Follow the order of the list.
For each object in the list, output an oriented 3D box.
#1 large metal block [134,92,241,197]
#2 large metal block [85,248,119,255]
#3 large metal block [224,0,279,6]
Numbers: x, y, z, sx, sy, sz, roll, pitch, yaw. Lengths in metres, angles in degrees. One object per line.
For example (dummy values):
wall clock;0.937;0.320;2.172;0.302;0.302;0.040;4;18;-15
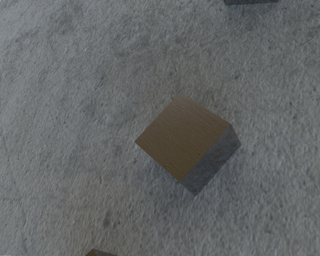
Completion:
large metal block;0.032;0.018;0.359;0.080;0.050;0.080;-48;52;-6
large metal block;-0.066;0.184;0.308;0.080;0.050;0.080;-43;51;-2
large metal block;0.140;-0.231;0.456;0.080;0.050;0.080;10;67;32
